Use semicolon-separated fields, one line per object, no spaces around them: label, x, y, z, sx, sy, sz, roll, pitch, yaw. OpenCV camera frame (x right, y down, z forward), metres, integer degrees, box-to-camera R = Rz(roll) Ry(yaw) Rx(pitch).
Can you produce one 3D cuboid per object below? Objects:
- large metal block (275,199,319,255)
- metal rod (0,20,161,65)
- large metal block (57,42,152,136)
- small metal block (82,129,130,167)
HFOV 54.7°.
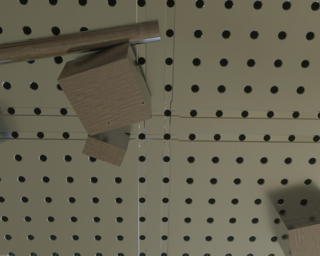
large metal block;0.226;0.160;0.462;0.080;0.050;0.080;-14;110;4
metal rod;-0.150;-0.096;0.375;0.302;0.025;0.025;-8;110;2
large metal block;-0.061;-0.046;0.370;0.080;0.050;0.080;-16;124;8
small metal block;-0.069;0.021;0.407;0.050;0.050;0.025;21;109;-8
